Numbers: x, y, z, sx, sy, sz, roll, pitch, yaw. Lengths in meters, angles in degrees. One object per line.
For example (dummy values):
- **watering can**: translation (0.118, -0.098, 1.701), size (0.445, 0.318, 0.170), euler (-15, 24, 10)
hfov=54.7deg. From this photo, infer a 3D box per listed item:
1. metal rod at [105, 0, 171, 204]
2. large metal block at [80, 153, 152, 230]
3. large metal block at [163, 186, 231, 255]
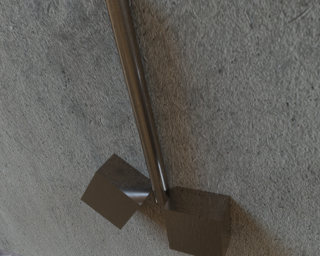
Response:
- **metal rod**: translation (-0.023, -0.024, 0.402), size (0.025, 0.025, 0.298), euler (2, 120, 27)
- **large metal block**: translation (-0.067, 0.100, 0.486), size (0.080, 0.050, 0.079), euler (37, 129, 3)
- **large metal block**: translation (0.056, 0.137, 0.445), size (0.080, 0.050, 0.079), euler (6, 121, 25)
